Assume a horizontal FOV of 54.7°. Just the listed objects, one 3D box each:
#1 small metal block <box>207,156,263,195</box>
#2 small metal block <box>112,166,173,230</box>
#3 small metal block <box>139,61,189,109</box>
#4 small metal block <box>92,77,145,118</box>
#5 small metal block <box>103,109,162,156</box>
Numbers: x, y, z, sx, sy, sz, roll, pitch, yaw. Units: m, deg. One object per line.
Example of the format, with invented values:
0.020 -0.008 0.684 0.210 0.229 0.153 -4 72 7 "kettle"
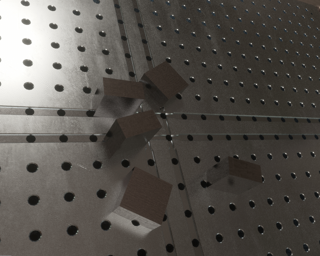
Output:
0.097 0.064 0.407 0.050 0.050 0.025 17 55 -19 "small metal block"
-0.019 0.080 0.351 0.050 0.025 0.050 28 52 -11 "small metal block"
0.005 -0.064 0.452 0.050 0.025 0.050 48 51 5 "small metal block"
-0.053 -0.035 0.386 0.050 0.050 0.025 4 60 -27 "small metal block"
-0.033 0.006 0.372 0.050 0.050 0.025 -17 71 -35 "small metal block"
